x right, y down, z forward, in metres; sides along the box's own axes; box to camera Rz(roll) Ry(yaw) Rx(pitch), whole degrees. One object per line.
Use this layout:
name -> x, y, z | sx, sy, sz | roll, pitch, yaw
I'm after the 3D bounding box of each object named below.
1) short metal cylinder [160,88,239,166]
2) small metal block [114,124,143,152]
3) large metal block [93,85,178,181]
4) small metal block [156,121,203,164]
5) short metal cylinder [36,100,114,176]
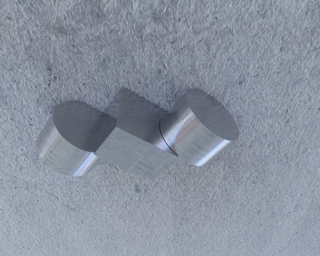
short metal cylinder -> 0.047, -0.001, 0.372 | 0.080, 0.080, 0.050 | 28, 125, -22
small metal block -> -0.052, 0.021, 0.427 | 0.050, 0.025, 0.050 | 28, 125, -22
large metal block -> -0.027, 0.006, 0.378 | 0.080, 0.080, 0.050 | 28, 124, -22
small metal block -> 0.027, 0.016, 0.423 | 0.050, 0.025, 0.050 | 28, 125, -22
short metal cylinder -> -0.103, 0.012, 0.382 | 0.080, 0.080, 0.050 | 28, 125, -22
